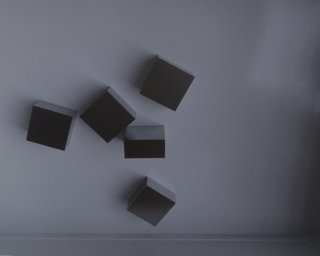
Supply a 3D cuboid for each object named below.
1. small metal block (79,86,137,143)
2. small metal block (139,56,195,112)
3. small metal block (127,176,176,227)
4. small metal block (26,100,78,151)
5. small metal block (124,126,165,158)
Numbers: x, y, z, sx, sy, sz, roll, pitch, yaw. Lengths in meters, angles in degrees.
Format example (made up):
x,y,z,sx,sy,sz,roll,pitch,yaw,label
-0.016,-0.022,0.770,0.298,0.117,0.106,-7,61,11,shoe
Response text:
x,y,z,sx,sy,sz,roll,pitch,yaw,label
-0.067,-0.017,0.404,0.050,0.025,0.050,-40,106,13,small metal block
0.009,-0.057,0.391,0.050,0.025,0.050,26,108,-10,small metal block
-0.013,0.107,0.451,0.050,0.025,0.050,34,106,-12,small metal block
-0.142,-0.003,0.408,0.050,0.025,0.050,17,109,-7,small metal block
-0.019,0.017,0.404,0.050,0.050,0.025,0,110,0,small metal block
